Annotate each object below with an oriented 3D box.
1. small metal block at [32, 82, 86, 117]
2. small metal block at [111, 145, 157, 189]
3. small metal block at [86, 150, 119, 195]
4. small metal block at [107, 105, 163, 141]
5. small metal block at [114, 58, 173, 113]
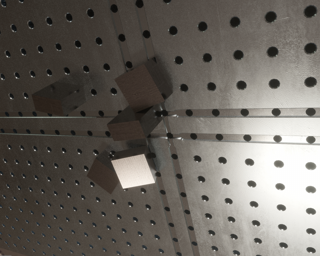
[{"bbox_3d":[-0.143,-0.042,0.442,0.050,0.050,0.025,12,123,21],"label":"small metal block"},{"bbox_3d":[-0.037,0.058,0.456,0.050,0.025,0.050,-13,113,14],"label":"small metal block"},{"bbox_3d":[-0.084,0.071,0.498,0.050,0.025,0.050,36,129,4],"label":"small metal block"},{"bbox_3d":[-0.032,-0.008,0.406,0.050,0.050,0.025,-6,116,31],"label":"small metal block"},{"bbox_3d":[-0.020,-0.052,0.388,0.050,0.025,0.050,-19,108,35],"label":"small metal block"}]
